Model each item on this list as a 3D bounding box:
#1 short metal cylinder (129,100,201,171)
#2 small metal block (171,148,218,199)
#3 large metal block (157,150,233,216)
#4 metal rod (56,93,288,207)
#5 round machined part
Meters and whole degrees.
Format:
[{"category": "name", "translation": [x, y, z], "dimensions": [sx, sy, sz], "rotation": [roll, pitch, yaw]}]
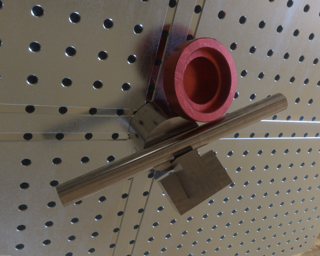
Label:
[{"category": "short metal cylinder", "translation": [0.006, 0.009, 0.405], "dimensions": [0.081, 0.050, 0.079], "rotation": [-14, 125, -21]}, {"category": "small metal block", "translation": [0.040, 0.056, 0.374], "dimensions": [0.025, 0.050, 0.050], "rotation": [-26, 170, -12]}, {"category": "large metal block", "translation": [0.045, 0.077, 0.439], "dimensions": [0.080, 0.050, 0.080], "rotation": [-31, 173, -9]}, {"category": "metal rod", "translation": [0.027, 0.019, 0.374], "dimensions": [0.302, 0.025, 0.025], "rotation": [-22, 127, -16]}, {"category": "round machined part", "translation": [0.044, -0.057, 0.375], "dimensions": [0.099, 0.042, 0.097], "rotation": [-5, 99, -34]}]
